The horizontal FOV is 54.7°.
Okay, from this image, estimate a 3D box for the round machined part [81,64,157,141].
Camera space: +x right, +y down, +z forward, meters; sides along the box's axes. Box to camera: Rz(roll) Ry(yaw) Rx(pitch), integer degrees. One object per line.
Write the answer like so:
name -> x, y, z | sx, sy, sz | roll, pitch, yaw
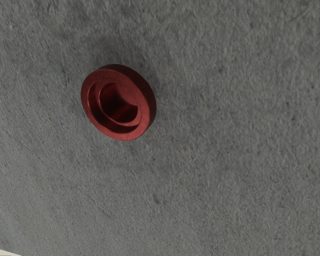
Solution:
round machined part -> -0.049, -0.036, 0.398 | 0.098, 0.042, 0.097 | 13, 124, 20
